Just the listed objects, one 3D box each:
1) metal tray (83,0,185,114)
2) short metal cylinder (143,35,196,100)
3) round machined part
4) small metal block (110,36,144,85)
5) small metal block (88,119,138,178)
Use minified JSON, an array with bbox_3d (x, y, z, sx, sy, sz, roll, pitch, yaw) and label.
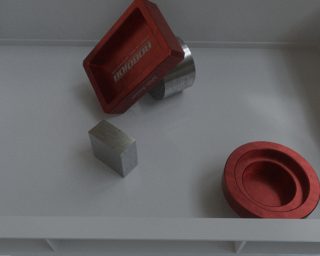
[{"bbox_3d":[-0.040,-0.088,0.402,0.030,0.130,0.090,-3,61,-53],"label":"metal tray"},{"bbox_3d":[0.006,-0.086,0.442,0.050,0.080,0.080,-26,55,-20],"label":"short metal cylinder"},{"bbox_3d":[0.117,0.065,0.341,0.099,0.042,0.098,0,50,0],"label":"round machined part"},{"bbox_3d":[-0.049,-0.103,0.475,0.025,0.050,0.050,21,53,16],"label":"small metal block"},{"bbox_3d":[-0.055,0.025,0.367,0.050,0.050,0.025,31,57,23],"label":"small metal block"}]
